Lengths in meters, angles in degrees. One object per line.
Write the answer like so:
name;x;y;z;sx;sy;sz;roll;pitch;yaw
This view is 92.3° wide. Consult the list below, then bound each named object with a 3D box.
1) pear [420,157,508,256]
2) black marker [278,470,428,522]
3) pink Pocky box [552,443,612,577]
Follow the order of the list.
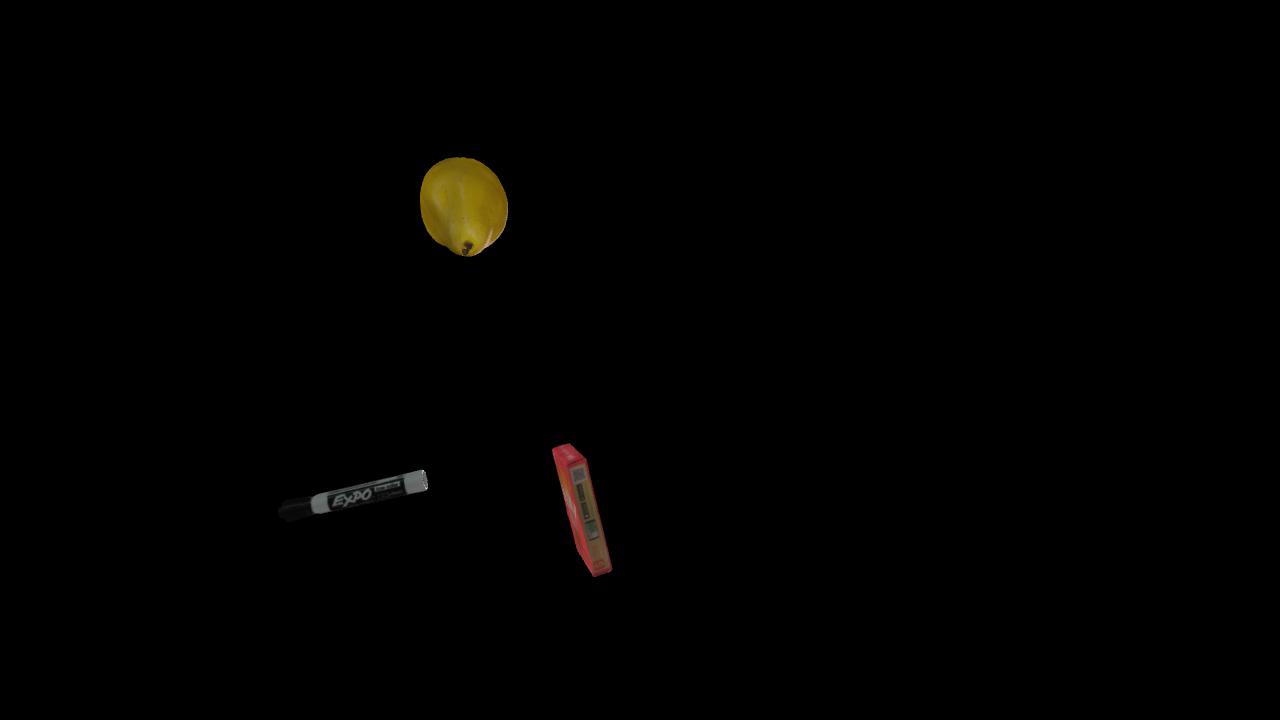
pear;-0.145;-0.115;0.518;0.080;0.111;0.080;-13;-33;-9
black marker;-0.246;0.117;0.528;0.121;0.020;0.020;-12;2;-8
pink Pocky box;-0.076;0.191;0.794;0.029;0.155;0.084;-16;12;-18
